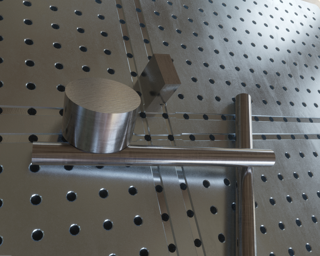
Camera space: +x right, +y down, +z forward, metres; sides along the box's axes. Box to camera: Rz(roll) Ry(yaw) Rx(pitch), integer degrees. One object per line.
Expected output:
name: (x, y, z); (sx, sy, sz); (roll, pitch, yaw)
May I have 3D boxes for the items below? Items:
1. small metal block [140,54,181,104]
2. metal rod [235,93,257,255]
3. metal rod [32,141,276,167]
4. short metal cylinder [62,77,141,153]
small metal block: (0.000, -0.068, 0.433); (0.025, 0.050, 0.050); (-5, 65, -31)
metal rod: (0.117, 0.072, 0.426); (0.025, 0.025, 0.300); (21, 54, -16)
metal rod: (0.009, 0.034, 0.374); (0.302, 0.025, 0.025); (3, 60, -21)
short metal cylinder: (-0.066, -0.016, 0.346); (0.081, 0.050, 0.080); (12, 31, -7)
